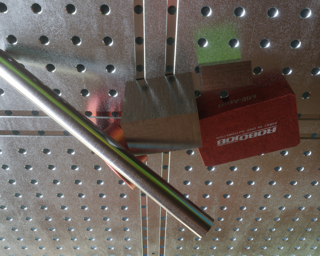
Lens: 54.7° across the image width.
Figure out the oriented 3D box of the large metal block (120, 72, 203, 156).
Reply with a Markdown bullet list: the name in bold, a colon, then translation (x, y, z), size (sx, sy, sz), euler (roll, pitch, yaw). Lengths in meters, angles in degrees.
- **large metal block**: translation (0.003, -0.018, 0.361), size (0.080, 0.080, 0.050), euler (-8, 130, 6)

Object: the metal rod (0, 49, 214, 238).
- **metal rod**: translation (-0.067, 0.015, 0.340), size (0.300, 0.025, 0.025), euler (38, 124, 2)

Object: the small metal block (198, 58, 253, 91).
- **small metal block**: translation (0.070, -0.060, 0.341), size (0.050, 0.050, 0.025), euler (-6, 105, 5)

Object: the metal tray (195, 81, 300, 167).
- **metal tray**: translation (0.110, -0.001, 0.409), size (0.130, 0.030, 0.090), euler (-16, 129, 12)

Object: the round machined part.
- **round machined part**: translation (-0.053, 0.031, 0.403), size (0.042, 0.098, 0.098), euler (-44, 126, -12)
